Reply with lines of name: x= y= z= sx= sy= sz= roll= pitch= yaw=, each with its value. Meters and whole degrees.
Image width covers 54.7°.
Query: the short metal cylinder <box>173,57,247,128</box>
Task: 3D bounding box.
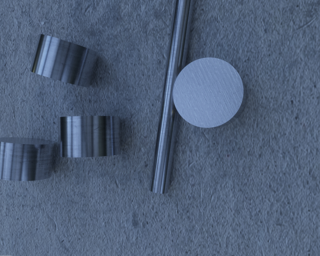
short metal cylinder: x=0.062 y=-0.040 z=0.374 sx=0.080 sy=0.050 sz=0.079 roll=0 pitch=90 yaw=20

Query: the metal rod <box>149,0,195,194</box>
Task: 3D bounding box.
metal rod: x=0.018 y=-0.064 z=0.402 sx=0.025 sy=0.025 sz=0.298 roll=9 pitch=93 yaw=20

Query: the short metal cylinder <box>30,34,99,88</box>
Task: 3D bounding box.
short metal cylinder: x=-0.131 y=-0.091 z=0.426 sx=0.080 sy=0.080 sz=0.050 roll=19 pitch=97 yaw=19

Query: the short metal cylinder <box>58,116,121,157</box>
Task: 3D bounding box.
short metal cylinder: x=-0.093 y=0.010 z=0.413 sx=0.080 sy=0.080 sz=0.050 roll=-1 pitch=90 yaw=20

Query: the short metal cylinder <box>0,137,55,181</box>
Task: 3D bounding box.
short metal cylinder: x=-0.198 y=0.043 z=0.449 sx=0.080 sy=0.080 sz=0.050 roll=7 pitch=92 yaw=20
